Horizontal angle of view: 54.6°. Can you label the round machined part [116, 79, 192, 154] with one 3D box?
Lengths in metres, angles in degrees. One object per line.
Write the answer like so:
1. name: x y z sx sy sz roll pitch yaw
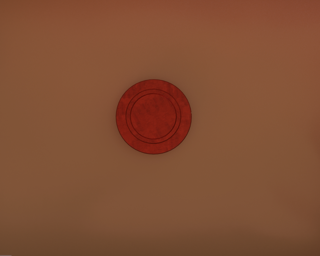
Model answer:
1. round machined part: -0.008 -0.014 0.400 0.099 0.042 0.097 0 90 0
